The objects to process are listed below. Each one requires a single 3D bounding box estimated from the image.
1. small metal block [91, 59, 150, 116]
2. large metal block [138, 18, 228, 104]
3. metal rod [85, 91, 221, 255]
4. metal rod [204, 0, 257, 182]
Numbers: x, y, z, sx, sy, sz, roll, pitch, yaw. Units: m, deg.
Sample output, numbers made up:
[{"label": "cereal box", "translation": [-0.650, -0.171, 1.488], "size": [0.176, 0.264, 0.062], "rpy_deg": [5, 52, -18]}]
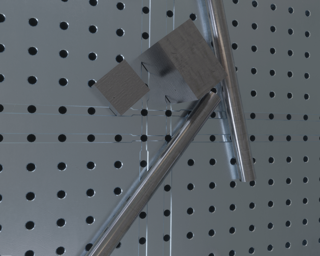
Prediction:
[{"label": "small metal block", "translation": [-0.050, -0.050, 0.394], "size": [0.050, 0.025, 0.050], "rpy_deg": [-44, 104, -15]}, {"label": "large metal block", "translation": [0.026, -0.079, 0.393], "size": [0.050, 0.080, 0.080], "rpy_deg": [-40, 103, -15]}, {"label": "metal rod", "translation": [-0.012, 0.072, 0.407], "size": [0.025, 0.025, 0.300], "rpy_deg": [41, 77, -16]}, {"label": "metal rod", "translation": [0.100, -0.069, 0.448], "size": [0.025, 0.025, 0.298], "rpy_deg": [-14, 95, -20]}]
